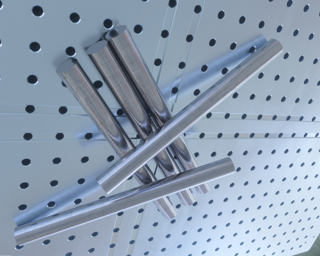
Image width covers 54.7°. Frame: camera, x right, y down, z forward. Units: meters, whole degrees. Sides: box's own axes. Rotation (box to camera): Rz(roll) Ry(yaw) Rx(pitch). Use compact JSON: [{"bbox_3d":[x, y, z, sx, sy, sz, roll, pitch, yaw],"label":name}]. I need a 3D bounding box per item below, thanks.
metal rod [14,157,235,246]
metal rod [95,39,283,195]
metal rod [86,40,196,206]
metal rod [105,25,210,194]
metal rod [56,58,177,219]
[{"bbox_3d":[-0.040,0.097,0.424,0.302,0.025,0.025,-17,126,-9],"label":"metal rod"},{"bbox_3d":[0.046,-0.022,0.398,0.301,0.025,0.025,-38,130,-13],"label":"metal rod"},{"bbox_3d":[-0.009,0.017,0.418,0.025,0.025,0.299,-34,129,-6],"label":"metal rod"},{"bbox_3d":[0.013,-0.001,0.419,0.025,0.025,0.299,-35,129,-5],"label":"metal rod"},{"bbox_3d":[-0.040,0.037,0.414,0.025,0.025,0.299,-34,129,-6],"label":"metal rod"}]
